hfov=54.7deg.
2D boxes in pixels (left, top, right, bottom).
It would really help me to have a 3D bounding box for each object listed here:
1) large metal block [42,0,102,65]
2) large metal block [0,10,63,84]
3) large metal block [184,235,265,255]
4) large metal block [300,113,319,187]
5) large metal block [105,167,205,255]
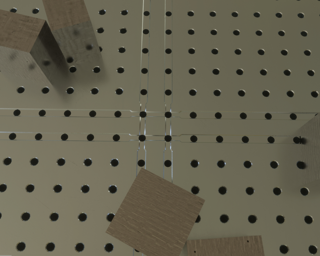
[{"bbox_3d":[-0.124,-0.149,0.436,0.050,0.080,0.080,-18,71,-7],"label":"large metal block"},{"bbox_3d":[-0.189,-0.109,0.420,0.080,0.080,0.050,14,71,5],"label":"large metal block"},{"bbox_3d":[0.071,0.163,0.340,0.081,0.050,0.080,-3,70,-2],"label":"large metal block"},{"bbox_3d":[0.215,0.026,0.376,0.050,0.080,0.080,6,70,2],"label":"large metal block"},{"bbox_3d":[-0.004,0.104,0.360,0.080,0.050,0.080,26,72,9],"label":"large metal block"}]
